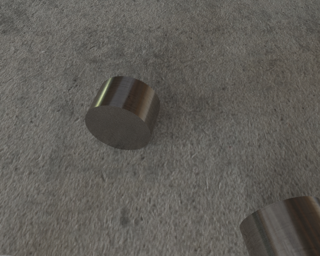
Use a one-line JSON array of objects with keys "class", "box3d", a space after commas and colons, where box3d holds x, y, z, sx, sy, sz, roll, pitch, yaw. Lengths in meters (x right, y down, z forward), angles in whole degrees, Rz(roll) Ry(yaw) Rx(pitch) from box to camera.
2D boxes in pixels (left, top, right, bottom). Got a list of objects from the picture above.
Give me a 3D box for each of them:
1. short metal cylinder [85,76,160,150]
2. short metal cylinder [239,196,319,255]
[{"class": "short metal cylinder", "box3d": [-0.044, -0.017, 0.381, 0.080, 0.080, 0.050, 10, 51, 8]}, {"class": "short metal cylinder", "box3d": [0.120, 0.104, 0.282, 0.081, 0.080, 0.050, -8, 51, -7]}]
